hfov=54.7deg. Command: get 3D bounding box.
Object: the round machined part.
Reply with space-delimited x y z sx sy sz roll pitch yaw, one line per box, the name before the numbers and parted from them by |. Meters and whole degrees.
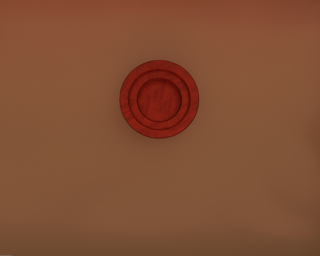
round machined part | -0.001 -0.036 0.403 0.099 0.042 0.097 0 90 -1
